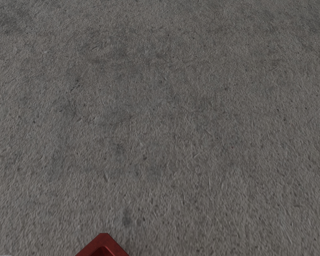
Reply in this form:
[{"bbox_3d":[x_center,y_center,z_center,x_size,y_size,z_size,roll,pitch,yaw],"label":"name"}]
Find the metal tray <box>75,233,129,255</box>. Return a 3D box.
[{"bbox_3d":[-0.038,0.166,0.259,0.130,0.030,0.090,36,59,26],"label":"metal tray"}]
